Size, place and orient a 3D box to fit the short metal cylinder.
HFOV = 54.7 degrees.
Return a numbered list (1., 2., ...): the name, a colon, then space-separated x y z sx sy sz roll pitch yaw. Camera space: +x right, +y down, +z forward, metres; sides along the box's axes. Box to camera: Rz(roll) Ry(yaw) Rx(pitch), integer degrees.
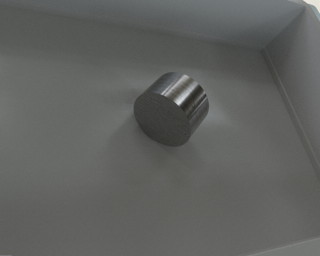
1. short metal cylinder: 0.014 -0.023 0.390 0.080 0.080 0.050 41 51 -1
